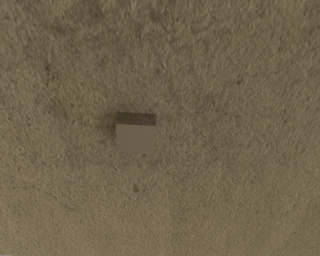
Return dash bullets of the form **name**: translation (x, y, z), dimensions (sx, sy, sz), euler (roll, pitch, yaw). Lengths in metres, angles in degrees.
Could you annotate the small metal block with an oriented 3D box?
- **small metal block**: translation (-0.032, 0.007, 0.413), dimensions (0.050, 0.025, 0.050), euler (3, 130, -4)
